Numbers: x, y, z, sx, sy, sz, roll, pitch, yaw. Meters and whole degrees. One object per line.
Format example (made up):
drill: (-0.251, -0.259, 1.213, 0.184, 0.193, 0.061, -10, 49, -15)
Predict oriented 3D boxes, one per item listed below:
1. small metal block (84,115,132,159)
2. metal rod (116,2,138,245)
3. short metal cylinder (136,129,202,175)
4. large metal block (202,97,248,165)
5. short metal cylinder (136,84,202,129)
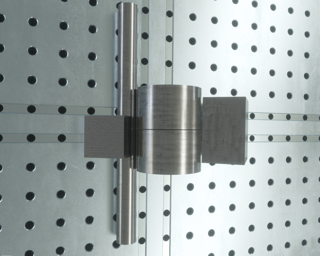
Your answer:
small metal block: (-0.062, 0.010, 0.374, 0.050, 0.025, 0.050, 0, 89, 14)
metal rod: (-0.041, -0.005, 0.393, 0.025, 0.025, 0.298, 0, 90, -20)
short metal cylinder: (0.011, 0.027, 0.383, 0.081, 0.080, 0.050, 1, 90, -20)
large metal block: (0.087, 0.003, 0.404, 0.050, 0.080, 0.079, 1, 90, 18)
short metal cylinder: (0.011, -0.024, 0.383, 0.081, 0.080, 0.050, 1, 90, -20)
